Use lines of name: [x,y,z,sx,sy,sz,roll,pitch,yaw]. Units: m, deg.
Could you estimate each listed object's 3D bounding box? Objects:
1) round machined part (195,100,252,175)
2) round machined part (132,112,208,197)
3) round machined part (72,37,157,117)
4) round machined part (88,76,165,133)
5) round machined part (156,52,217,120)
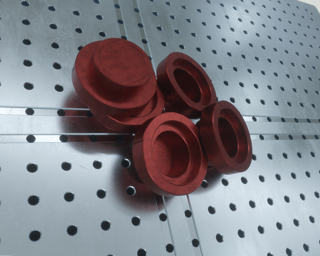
round machined part: [0.082,0.015,0.419,0.098,0.042,0.098,24,56,-42]
round machined part: [0.008,0.033,0.372,0.099,0.042,0.098,13,68,-35]
round machined part: [-0.048,-0.065,0.358,0.099,0.042,0.098,14,56,-21]
round machined part: [-0.047,-0.036,0.394,0.099,0.042,0.098,14,56,-21]
round machined part: [0.032,-0.055,0.438,0.098,0.042,0.098,27,47,-32]
